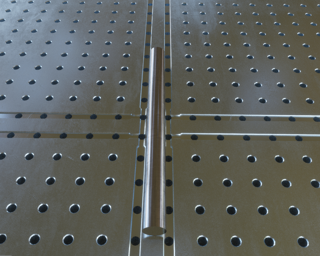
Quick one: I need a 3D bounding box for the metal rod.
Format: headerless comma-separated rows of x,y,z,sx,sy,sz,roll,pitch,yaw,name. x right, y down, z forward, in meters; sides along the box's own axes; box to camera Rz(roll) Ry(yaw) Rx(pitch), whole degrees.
-0.005,-0.009,0.415,0.025,0.025,0.300,0,50,0,metal rod
